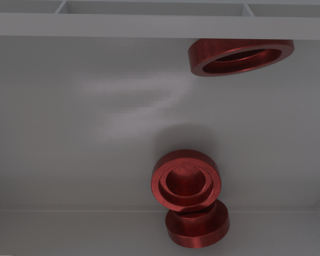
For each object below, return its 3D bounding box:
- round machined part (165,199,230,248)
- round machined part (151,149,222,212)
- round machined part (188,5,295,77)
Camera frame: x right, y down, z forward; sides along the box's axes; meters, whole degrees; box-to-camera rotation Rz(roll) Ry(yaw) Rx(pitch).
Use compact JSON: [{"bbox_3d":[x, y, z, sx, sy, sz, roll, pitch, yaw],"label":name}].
[{"bbox_3d":[0.056,0.134,0.480,0.098,0.098,0.042,-10,111,8],"label":"round machined part"},{"bbox_3d":[0.037,0.072,0.451,0.099,0.042,0.097,1,119,2],"label":"round machined part"},{"bbox_3d":[0.076,-0.084,0.304,0.098,0.098,0.042,-9,85,8],"label":"round machined part"}]
